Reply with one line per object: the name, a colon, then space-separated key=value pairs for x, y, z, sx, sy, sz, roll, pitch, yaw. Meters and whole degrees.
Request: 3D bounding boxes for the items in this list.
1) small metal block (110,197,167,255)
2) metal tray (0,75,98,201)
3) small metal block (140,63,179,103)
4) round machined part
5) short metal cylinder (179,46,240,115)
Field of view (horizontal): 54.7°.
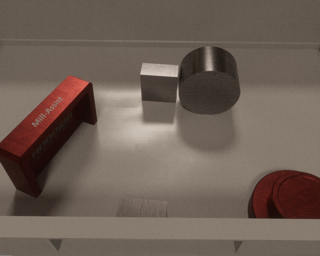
small metal block: x=-0.020 y=0.102 z=0.319 sx=0.050 sy=0.025 sz=0.050 roll=5 pitch=50 yaw=3
metal tray: x=-0.125 y=0.010 z=0.370 sx=0.030 sy=0.089 sz=0.130 roll=22 pitch=52 yaw=12
small metal block: x=0.000 y=-0.064 z=0.442 sx=0.050 sy=0.050 sz=0.025 roll=4 pitch=50 yaw=3
round machined part: x=0.147 y=0.085 z=0.325 sx=0.099 sy=0.042 sz=0.098 roll=0 pitch=50 yaw=0
short metal cylinder: x=0.066 y=-0.063 z=0.424 sx=0.080 sy=0.080 sz=0.050 roll=3 pitch=50 yaw=2
